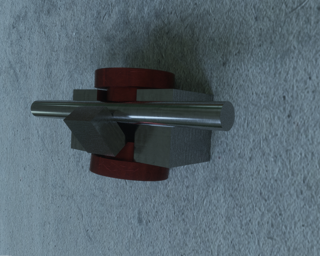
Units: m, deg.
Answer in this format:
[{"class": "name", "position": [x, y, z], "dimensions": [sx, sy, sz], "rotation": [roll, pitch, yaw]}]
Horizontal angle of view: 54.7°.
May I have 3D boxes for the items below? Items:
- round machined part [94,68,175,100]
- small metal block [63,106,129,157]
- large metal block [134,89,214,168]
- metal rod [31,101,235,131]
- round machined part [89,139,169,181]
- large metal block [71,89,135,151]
[{"class": "round machined part", "position": [-0.031, -0.047, 0.385], "dimensions": [0.098, 0.099, 0.042], "rotation": [5, 94, 40]}, {"class": "small metal block", "position": [-0.071, 0.003, 0.343], "dimensions": [0.050, 0.025, 0.050], "rotation": [2, 132, 41]}, {"class": "large metal block", "position": [0.018, -0.001, 0.356], "dimensions": [0.050, 0.081, 0.079], "rotation": [5, 93, 40]}, {"class": "metal rod", "position": [-0.059, -0.019, 0.351], "dimensions": [0.300, 0.025, 0.025], "rotation": [5, 93, 40]}, {"class": "round machined part", "position": [-0.036, 0.036, 0.388], "dimensions": [0.098, 0.099, 0.042], "rotation": [6, 89, 40]}, {"class": "large metal block", "position": [-0.073, -0.010, 0.431], "dimensions": [0.050, 0.081, 0.079], "rotation": [6, 94, 40]}]
